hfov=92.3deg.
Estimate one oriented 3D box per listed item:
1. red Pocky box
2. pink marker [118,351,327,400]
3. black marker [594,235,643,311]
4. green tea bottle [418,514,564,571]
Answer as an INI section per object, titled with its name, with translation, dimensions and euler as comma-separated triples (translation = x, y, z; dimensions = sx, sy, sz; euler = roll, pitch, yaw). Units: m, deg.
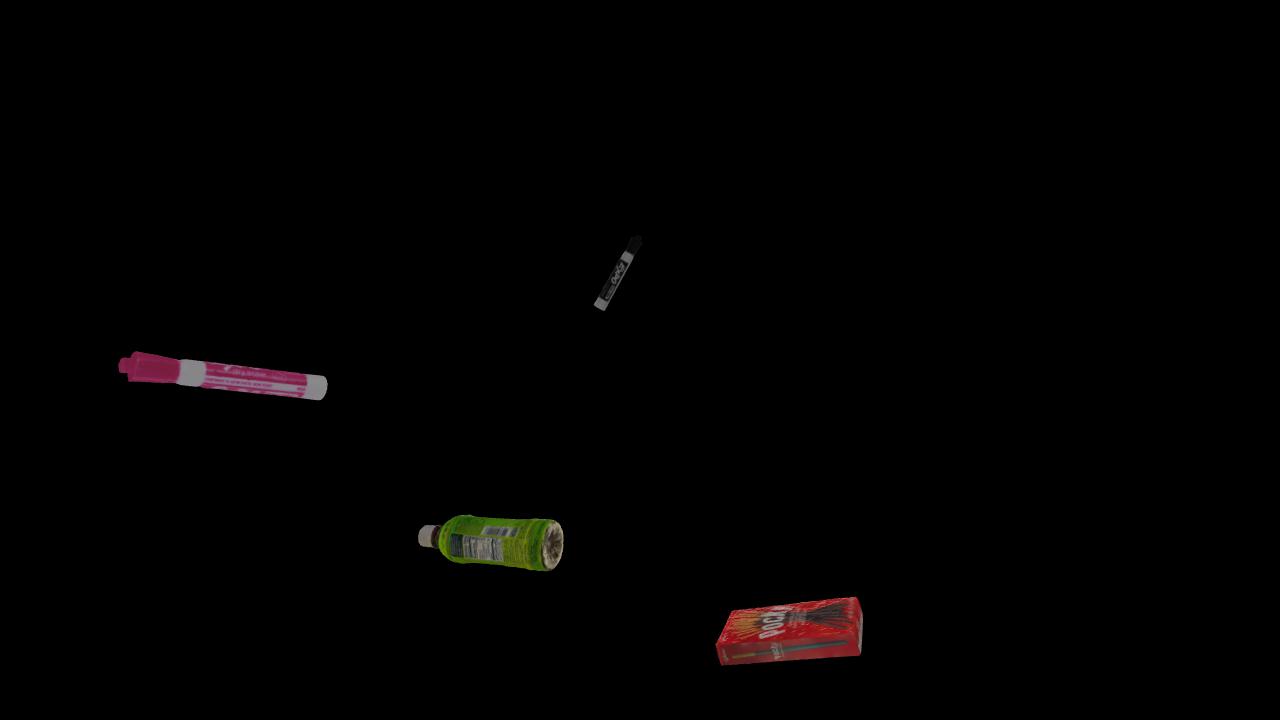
[red Pocky box]
translation = 0.168, 0.303, 0.689
dimensions = 0.155, 0.028, 0.083
euler = -16, 1, 22
[pink marker]
translation = -0.277, 0.012, 0.418
dimensions = 0.020, 0.020, 0.121
euler = 0, -9, 38
[black marker]
translation = -0.031, -0.129, 0.904
dimensions = 0.020, 0.121, 0.020
euler = 29, 8, -5
[green tea bottle]
translation = -0.216, 0.254, 0.870
dimensions = 0.212, 0.073, 0.073
euler = 0, 0, 17
